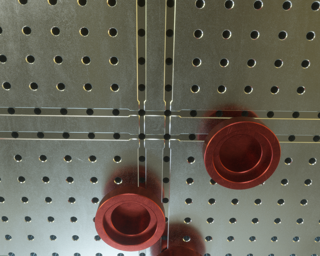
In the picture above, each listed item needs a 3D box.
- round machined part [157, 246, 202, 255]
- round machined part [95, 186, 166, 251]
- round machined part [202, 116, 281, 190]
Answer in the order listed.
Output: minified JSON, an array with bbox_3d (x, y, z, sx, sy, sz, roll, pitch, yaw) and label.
[{"bbox_3d":[0.030,0.228,0.489,0.099,0.042,0.097,0,110,-1],"label":"round machined part"},{"bbox_3d":[-0.042,0.126,0.450,0.099,0.042,0.097,0,110,-1],"label":"round machined part"},{"bbox_3d":[0.106,0.030,0.417,0.099,0.042,0.097,0,110,-1],"label":"round machined part"}]
